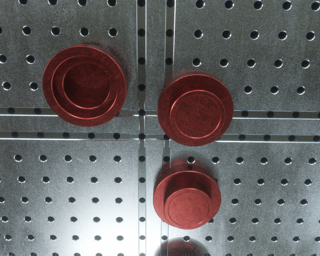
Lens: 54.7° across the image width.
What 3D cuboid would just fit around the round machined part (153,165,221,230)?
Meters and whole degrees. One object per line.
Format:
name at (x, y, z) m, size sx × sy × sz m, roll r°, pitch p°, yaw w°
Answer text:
round machined part at (0.039, 0.105, 0.444) m, size 0.099 × 0.042 × 0.097 m, roll 0°, pitch 110°, yaw -1°

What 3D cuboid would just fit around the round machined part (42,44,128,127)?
round machined part at (-0.089, -0.054, 0.383) m, size 0.099 × 0.042 × 0.097 m, roll 0°, pitch 110°, yaw -1°

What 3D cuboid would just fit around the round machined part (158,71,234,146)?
round machined part at (0.046, -0.021, 0.397) m, size 0.099 × 0.042 × 0.097 m, roll 0°, pitch 110°, yaw -1°
